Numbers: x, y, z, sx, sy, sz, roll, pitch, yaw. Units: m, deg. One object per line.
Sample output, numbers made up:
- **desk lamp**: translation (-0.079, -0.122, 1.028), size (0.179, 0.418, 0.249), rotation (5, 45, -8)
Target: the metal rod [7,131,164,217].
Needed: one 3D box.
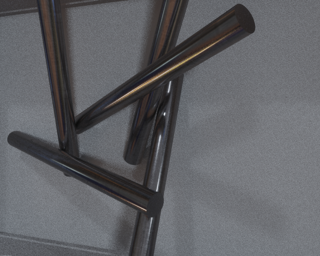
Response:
- **metal rod**: translation (-0.117, 0.046, 0.396), size (0.300, 0.025, 0.025), rotation (15, 95, 39)

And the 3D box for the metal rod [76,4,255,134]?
- **metal rod**: translation (-0.029, -0.043, 0.346), size (0.299, 0.025, 0.025), rotation (-23, 82, 47)

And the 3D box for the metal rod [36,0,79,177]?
- **metal rod**: translation (-0.127, -0.067, 0.387), size (0.025, 0.025, 0.298), rotation (12, 120, 19)

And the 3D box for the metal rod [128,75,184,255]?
- **metal rod**: translation (-0.007, 0.064, 0.345), size (0.025, 0.025, 0.299), rotation (2, 65, 19)

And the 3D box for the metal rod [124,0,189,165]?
- **metal rod**: translation (0.000, -0.076, 0.343), size (0.025, 0.025, 0.298), rotation (29, 125, 17)
